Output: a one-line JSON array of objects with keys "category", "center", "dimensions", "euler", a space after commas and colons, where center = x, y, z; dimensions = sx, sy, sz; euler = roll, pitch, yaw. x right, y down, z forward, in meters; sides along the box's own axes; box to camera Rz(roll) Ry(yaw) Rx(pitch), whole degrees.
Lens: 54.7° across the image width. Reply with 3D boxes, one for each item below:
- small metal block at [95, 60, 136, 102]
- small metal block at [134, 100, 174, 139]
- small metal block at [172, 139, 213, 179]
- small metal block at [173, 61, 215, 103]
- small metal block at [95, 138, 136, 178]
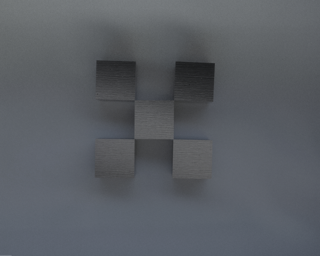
[{"category": "small metal block", "center": [-0.057, -0.061, 0.409], "dimensions": [0.050, 0.025, 0.050], "euler": [2, 90, 0]}, {"category": "small metal block", "center": [-0.007, -0.011, 0.409], "dimensions": [0.050, 0.025, 0.050], "euler": [1, 90, 0]}, {"category": "small metal block", "center": [0.042, 0.040, 0.409], "dimensions": [0.050, 0.025, 0.050], "euler": [1, 90, 0]}, {"category": "small metal block", "center": [0.044, -0.059, 0.409], "dimensions": [0.050, 0.025, 0.050], "euler": [2, 90, 0]}, {"category": "small metal block", "center": [-0.058, 0.039, 0.409], "dimensions": [0.050, 0.025, 0.050], "euler": [1, 90, 0]}]
